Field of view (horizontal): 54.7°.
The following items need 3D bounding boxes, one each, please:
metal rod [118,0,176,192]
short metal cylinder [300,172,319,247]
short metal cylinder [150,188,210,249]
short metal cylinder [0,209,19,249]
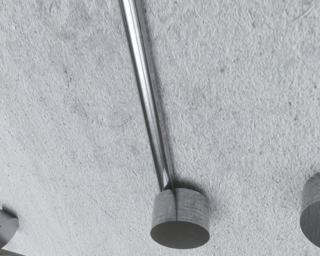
[{"bbox_3d":[-0.013,-0.033,0.393,0.025,0.025,0.298,3,120,26],"label":"metal rod"},{"bbox_3d":[0.200,0.093,0.343,0.080,0.050,0.079,13,124,21],"label":"short metal cylinder"},{"bbox_3d":[0.029,0.129,0.438,0.080,0.050,0.079,3,134,3],"label":"short metal cylinder"},{"bbox_3d":[-0.377,0.233,0.714,0.050,0.080,0.079,25,127,13],"label":"short metal cylinder"}]
